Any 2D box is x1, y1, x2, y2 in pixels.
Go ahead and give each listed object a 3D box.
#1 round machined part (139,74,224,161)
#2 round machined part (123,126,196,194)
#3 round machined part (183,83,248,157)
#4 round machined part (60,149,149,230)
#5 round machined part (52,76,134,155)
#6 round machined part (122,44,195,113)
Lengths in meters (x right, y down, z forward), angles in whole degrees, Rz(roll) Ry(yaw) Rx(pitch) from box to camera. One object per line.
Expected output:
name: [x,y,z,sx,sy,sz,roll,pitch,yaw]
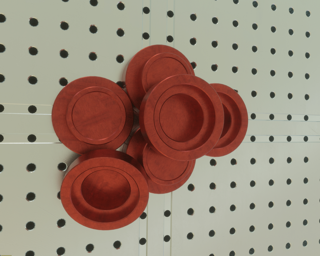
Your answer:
round machined part: [0.022,-0.012,0.366,0.099,0.042,0.097,0,90,-20]
round machined part: [0.003,0.038,0.404,0.099,0.042,0.097,0,90,-20]
round machined part: [0.068,-0.011,0.428,0.099,0.042,0.097,0,90,-20]
round machined part: [-0.063,0.068,0.366,0.099,0.042,0.097,-2,112,-4]
round machined part: [-0.079,-0.014,0.374,0.099,0.042,0.097,0,90,-20]
round machined part: [0.003,-0.060,0.404,0.099,0.042,0.097,0,90,-20]
